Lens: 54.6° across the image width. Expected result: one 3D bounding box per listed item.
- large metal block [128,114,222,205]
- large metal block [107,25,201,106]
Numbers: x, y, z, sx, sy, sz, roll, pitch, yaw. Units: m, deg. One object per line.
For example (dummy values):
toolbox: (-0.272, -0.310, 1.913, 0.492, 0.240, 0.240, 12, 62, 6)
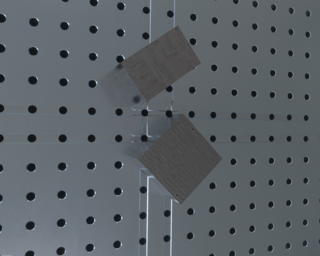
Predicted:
large metal block: (0.019, 0.038, 0.406, 0.080, 0.050, 0.080, -45, 104, -14)
large metal block: (-0.011, -0.072, 0.379, 0.080, 0.080, 0.050, -37, 102, -16)
